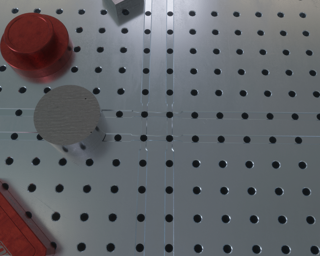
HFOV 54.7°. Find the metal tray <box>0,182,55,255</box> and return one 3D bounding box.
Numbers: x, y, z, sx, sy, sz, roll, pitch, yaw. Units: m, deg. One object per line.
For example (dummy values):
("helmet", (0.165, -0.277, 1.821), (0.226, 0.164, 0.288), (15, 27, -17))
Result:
("metal tray", (-0.200, 0.128, 0.360), (0.090, 0.030, 0.130), (-43, 76, -14))

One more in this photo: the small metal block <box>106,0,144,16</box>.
("small metal block", (-0.060, -0.214, 0.489), (0.050, 0.025, 0.050), (-32, 73, -11))

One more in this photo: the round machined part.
("round machined part", (-0.182, -0.126, 0.447), (0.099, 0.042, 0.098), (0, 70, 0))

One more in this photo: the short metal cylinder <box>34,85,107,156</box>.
("short metal cylinder", (-0.113, -0.009, 0.401), (0.081, 0.050, 0.080), (0, 70, 0))
